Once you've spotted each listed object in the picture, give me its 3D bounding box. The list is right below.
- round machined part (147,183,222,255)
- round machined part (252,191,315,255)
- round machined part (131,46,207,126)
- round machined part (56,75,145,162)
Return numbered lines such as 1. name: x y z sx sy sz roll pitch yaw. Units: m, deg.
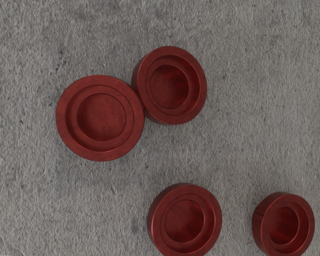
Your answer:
1. round machined part: 0.029 0.121 0.411 0.099 0.042 0.097 0 90 -20
2. round machined part: 0.179 0.144 0.466 0.099 0.042 0.097 0 90 -20
3. round machined part: 0.008 -0.052 0.399 0.099 0.042 0.097 2 87 -27
4. round machined part: -0.066 -0.013 0.363 0.099 0.042 0.097 0 99 1
